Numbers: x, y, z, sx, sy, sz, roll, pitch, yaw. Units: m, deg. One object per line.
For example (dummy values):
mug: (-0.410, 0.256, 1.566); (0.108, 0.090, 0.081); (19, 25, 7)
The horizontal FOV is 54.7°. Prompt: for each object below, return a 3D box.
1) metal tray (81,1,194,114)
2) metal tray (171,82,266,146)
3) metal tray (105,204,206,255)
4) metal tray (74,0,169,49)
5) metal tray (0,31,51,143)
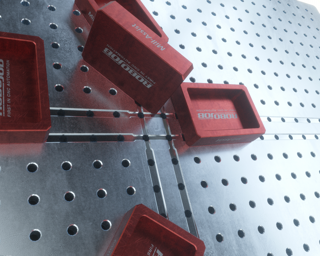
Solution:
metal tray: (-0.033, -0.087, 0.403); (0.130, 0.090, 0.030); (39, 51, -3)
metal tray: (0.089, -0.022, 0.468); (0.131, 0.030, 0.090); (-2, 63, -30)
metal tray: (-0.016, 0.153, 0.303); (0.090, 0.030, 0.130); (34, 51, -7)
metal tray: (-0.058, -0.165, 0.475); (0.091, 0.030, 0.130); (-26, 76, -37)
metal tray: (-0.174, -0.047, 0.340); (0.091, 0.030, 0.130); (0, 62, -29)
